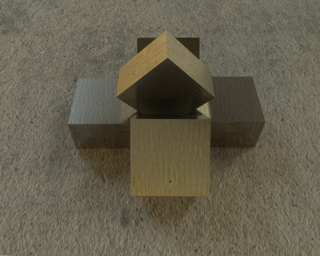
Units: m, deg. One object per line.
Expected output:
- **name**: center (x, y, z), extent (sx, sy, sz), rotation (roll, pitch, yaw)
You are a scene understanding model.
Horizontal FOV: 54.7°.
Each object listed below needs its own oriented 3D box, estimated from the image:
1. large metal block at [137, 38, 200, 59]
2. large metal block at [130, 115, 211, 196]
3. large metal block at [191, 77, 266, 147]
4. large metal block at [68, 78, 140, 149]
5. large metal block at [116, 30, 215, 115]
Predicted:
- **large metal block**: center (0.011, -0.095, 0.441), extent (0.081, 0.080, 0.050), rotation (0, 94, 0)
- **large metal block**: center (0.011, 0.027, 0.338), extent (0.081, 0.079, 0.050), rotation (0, 7, 1)
- **large metal block**: center (0.082, -0.022, 0.404), extent (0.081, 0.050, 0.080), rotation (0, 50, 0)
- **large metal block**: center (-0.067, -0.020, 0.404), extent (0.081, 0.050, 0.080), rotation (0, 50, -1)
- **large metal block**: center (0.006, -0.054, 0.372), extent (0.080, 0.080, 0.050), rotation (-32, 41, 32)
